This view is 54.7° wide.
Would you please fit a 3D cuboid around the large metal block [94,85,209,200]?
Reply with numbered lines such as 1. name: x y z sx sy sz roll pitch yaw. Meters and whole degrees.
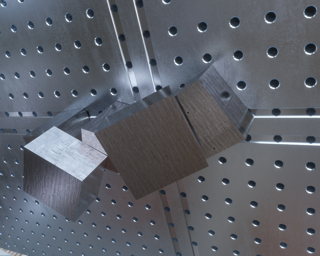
1. large metal block: -0.007 0.014 0.317 0.080 0.050 0.080 -27 106 7

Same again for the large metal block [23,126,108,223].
1. large metal block: -0.120 0.058 0.387 0.080 0.050 0.079 28 128 11

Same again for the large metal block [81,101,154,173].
1. large metal block: -0.043 0.013 0.404 0.080 0.080 0.050 17 125 18

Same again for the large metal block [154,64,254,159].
1. large metal block: 0.048 -0.013 0.361 0.080 0.050 0.080 -34 100 38

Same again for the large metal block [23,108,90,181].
1. large metal block: -0.139 0.026 0.462 0.050 0.080 0.080 -6 115 31
